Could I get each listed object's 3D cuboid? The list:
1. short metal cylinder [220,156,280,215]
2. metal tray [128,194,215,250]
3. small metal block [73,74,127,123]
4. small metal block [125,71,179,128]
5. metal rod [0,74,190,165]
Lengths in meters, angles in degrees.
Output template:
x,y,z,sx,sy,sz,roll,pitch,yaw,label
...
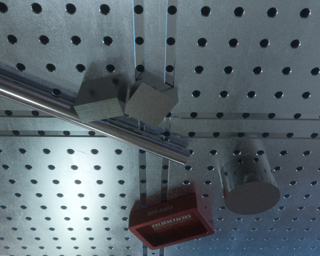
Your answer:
x,y,z,sx,sy,sz,roll,pitch,yaw,label
0.135,0.088,0.473,0.081,0.050,0.079,-1,130,0,short metal cylinder
0.021,0.171,0.554,0.130,0.030,0.090,-22,127,17,metal tray
-0.068,-0.035,0.364,0.050,0.050,0.025,-11,129,8,small metal block
-0.013,-0.034,0.383,0.050,0.025,0.050,26,125,-21,small metal block
-0.096,-0.013,0.399,0.302,0.025,0.025,22,126,-19,metal rod
